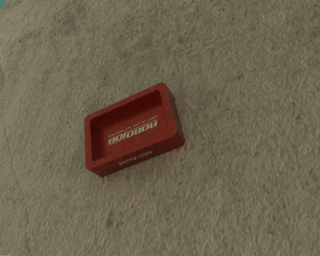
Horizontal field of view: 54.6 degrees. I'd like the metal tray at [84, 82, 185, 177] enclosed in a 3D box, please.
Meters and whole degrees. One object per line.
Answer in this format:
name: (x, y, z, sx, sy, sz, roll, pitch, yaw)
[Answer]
metal tray: (-0.039, 0.002, 0.420, 0.130, 0.030, 0.090, -22, 53, 14)
